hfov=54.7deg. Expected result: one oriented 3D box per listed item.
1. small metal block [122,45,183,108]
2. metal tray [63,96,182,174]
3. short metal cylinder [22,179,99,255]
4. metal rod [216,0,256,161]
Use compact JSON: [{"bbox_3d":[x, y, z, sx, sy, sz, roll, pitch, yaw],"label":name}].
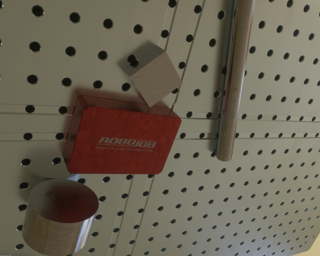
[{"bbox_3d":[-0.008,-0.061,0.370,0.050,0.025,0.050,-37,130,-4],"label":"small metal block"},{"bbox_3d":[-0.046,0.014,0.393,0.131,0.030,0.089,6,116,-32],"label":"metal tray"},{"bbox_3d":[-0.120,0.106,0.376,0.081,0.080,0.050,6,116,-32],"label":"short metal cylinder"},{"bbox_3d":[0.103,-0.080,0.419,0.025,0.025,0.298,-14,125,-21],"label":"metal rod"}]
